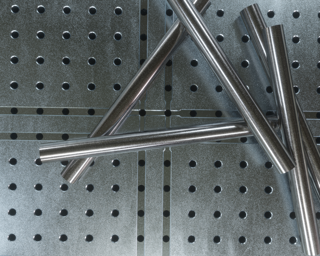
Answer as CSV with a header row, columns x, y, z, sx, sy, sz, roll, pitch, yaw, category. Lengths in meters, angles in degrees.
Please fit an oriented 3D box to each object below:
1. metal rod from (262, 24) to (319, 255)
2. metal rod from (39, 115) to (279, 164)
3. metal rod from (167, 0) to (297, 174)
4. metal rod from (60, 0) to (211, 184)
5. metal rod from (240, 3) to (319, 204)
x,y,z,sx,sy,sz,roll,pitch,yaw,category
0.171,0.020,0.399,0.025,0.025,0.298,-13,97,0,metal rod
0.005,0.013,0.397,0.302,0.025,0.025,-7,90,-7,metal rod
0.078,-0.076,0.387,0.025,0.025,0.299,-33,90,0,metal rod
-0.032,-0.053,0.412,0.025,0.025,0.299,37,90,-1,metal rod
0.177,-0.023,0.415,0.025,0.025,0.299,-23,90,0,metal rod
